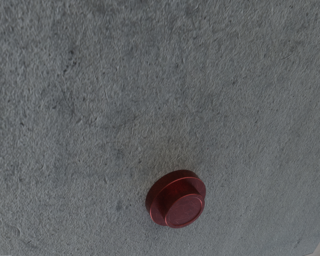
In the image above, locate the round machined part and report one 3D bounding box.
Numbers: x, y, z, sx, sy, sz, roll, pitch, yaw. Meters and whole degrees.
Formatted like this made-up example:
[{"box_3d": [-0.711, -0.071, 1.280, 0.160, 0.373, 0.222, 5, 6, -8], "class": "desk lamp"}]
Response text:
[{"box_3d": [0.030, 0.117, 0.484, 0.099, 0.042, 0.097, -14, 124, -21], "class": "round machined part"}]
